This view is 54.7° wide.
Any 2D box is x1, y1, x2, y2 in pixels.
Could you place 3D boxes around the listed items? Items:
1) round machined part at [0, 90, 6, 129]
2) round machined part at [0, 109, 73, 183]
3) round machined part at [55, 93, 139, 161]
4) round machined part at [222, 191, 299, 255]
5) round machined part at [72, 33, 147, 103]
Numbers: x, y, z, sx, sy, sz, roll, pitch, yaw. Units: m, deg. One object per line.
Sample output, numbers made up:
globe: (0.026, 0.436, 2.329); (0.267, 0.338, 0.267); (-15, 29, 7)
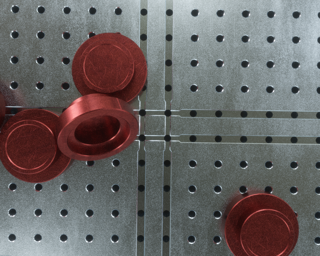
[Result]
round machined part: (-0.249, -0.024, 0.402); (0.099, 0.042, 0.097); (0, 90, -1)
round machined part: (-0.162, 0.023, 0.403); (0.099, 0.042, 0.097); (0, 90, -1)
round machined part: (-0.079, -0.005, 0.386); (0.098, 0.098, 0.042); (-24, 55, 0)
round machined part: (0.134, 0.135, 0.407); (0.099, 0.042, 0.097); (0, 90, -1)
round machined part: (-0.066, -0.076, 0.404); (0.099, 0.042, 0.097); (0, 90, -1)
